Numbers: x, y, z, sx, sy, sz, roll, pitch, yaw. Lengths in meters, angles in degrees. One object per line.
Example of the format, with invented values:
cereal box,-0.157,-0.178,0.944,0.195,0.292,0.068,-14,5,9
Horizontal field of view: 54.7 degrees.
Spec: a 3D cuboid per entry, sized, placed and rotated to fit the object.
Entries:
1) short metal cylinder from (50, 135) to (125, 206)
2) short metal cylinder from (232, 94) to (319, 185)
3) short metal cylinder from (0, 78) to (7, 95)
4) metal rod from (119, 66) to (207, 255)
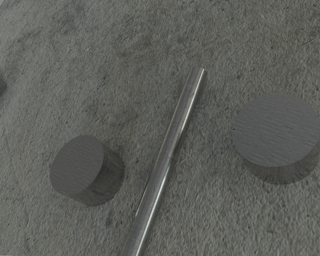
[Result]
short metal cylinder,-0.093,0.056,0.403,0.080,0.050,0.080,-13,56,21
short metal cylinder,0.120,0.012,0.318,0.080,0.050,0.080,-13,56,21
short metal cylinder,-0.352,-0.086,0.606,0.080,0.080,0.050,14,69,34
metal rod,0.002,0.054,0.369,0.025,0.025,0.300,8,65,31
